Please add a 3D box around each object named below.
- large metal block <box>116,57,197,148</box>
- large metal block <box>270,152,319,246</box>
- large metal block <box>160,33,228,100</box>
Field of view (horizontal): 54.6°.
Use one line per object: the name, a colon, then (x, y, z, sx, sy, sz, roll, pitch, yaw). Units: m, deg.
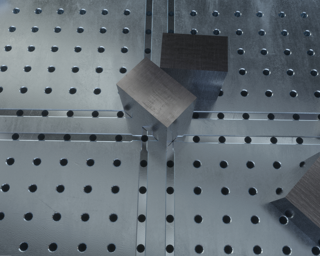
large metal block: (-0.004, -0.030, 0.393, 0.080, 0.080, 0.050, 41, 75, 13)
large metal block: (0.196, 0.085, 0.368, 0.080, 0.050, 0.080, 43, 75, 14)
large metal block: (0.042, -0.079, 0.412, 0.080, 0.080, 0.050, 4, 70, 1)
